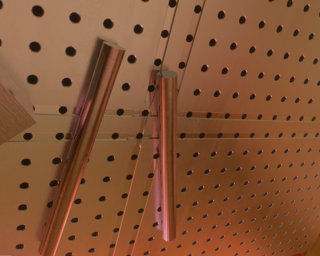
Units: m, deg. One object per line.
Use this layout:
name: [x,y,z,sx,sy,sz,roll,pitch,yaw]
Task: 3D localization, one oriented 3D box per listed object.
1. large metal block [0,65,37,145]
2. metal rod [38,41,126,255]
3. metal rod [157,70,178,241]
large metal block: [-0.176,-0.022,0.285,0.080,0.050,0.080,-33,129,-7]
metal rod: [-0.103,0.041,0.381,0.025,0.025,0.298,9,114,-33]
metal rod: [0.012,0.060,0.456,0.025,0.025,0.298,-15,125,-20]
